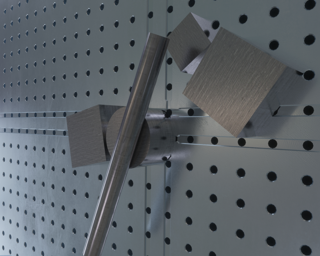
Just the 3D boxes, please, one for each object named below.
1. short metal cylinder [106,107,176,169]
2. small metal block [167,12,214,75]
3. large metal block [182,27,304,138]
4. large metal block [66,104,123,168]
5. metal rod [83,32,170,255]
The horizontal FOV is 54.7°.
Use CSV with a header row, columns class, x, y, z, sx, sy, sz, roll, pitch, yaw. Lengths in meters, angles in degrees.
class,x,y,z,sx,sy,sz,roll,pitch,yaw
short metal cylinder,-0.026,0.012,0.415,0.080,0.050,0.079,0,90,40
small metal block,0.039,-0.102,0.378,0.050,0.025,0.050,-41,65,32
large metal block,0.084,-0.046,0.324,0.080,0.050,0.080,44,116,31
large metal block,-0.093,0.014,0.470,0.080,0.050,0.080,-15,81,39
metal rod,-0.046,0.034,0.382,0.025,0.025,0.298,30,108,36
